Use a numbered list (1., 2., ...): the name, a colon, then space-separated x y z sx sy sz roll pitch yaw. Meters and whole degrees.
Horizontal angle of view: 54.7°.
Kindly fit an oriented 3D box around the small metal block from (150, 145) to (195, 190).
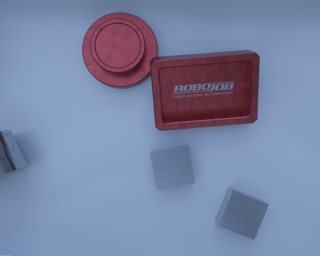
1. small metal block: 0.016 0.051 0.412 0.050 0.025 0.050 -10 90 -1

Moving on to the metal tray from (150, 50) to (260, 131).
1. metal tray: 0.056 -0.048 0.394 0.131 0.030 0.089 -5 111 -1

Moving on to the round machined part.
1. round machined part: -0.052 -0.102 0.402 0.099 0.042 0.097 0 90 -1

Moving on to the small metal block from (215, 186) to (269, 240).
1. small metal block: 0.108 0.113 0.413 0.050 0.025 0.050 22 90 -1

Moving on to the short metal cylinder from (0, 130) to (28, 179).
1. short metal cylinder: -0.213 0.042 0.381 0.080 0.080 0.050 -24 90 0
